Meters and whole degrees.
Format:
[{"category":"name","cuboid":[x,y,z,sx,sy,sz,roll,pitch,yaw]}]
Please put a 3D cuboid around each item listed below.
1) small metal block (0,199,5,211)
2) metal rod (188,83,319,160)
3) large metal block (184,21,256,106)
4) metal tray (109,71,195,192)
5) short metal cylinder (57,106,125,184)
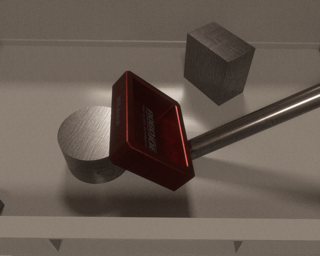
[{"category":"small metal block","cuboid":[-0.205,0.091,0.326,0.050,0.025,0.050,12,51,10]},{"category":"metal rod","cuboid":[0.163,-0.030,0.349,0.301,0.025,0.025,-24,50,13]},{"category":"large metal block","cuboid":[0.082,-0.093,0.449,0.050,0.080,0.080,-30,56,-23]},{"category":"metal tray","cuboid":[-0.011,0.000,0.357,0.090,0.030,0.130,30,33,-30]},{"category":"short metal cylinder","cuboid":[-0.076,0.020,0.371,0.081,0.050,0.080,0,50,0]}]
